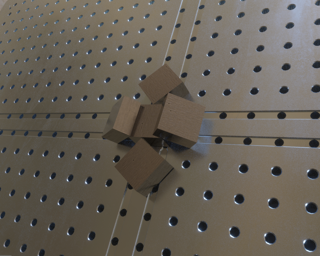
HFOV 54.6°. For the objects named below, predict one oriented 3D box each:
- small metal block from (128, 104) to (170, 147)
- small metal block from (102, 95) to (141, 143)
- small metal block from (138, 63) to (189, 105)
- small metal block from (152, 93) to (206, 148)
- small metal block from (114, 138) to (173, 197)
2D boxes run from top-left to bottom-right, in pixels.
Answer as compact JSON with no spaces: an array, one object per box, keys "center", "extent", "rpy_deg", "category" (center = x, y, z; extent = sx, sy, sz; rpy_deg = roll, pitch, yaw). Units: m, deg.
[{"center":[-0.009,-0.004,0.415],"extent":[0.050,0.025,0.050],"rpy_deg":[2,62,29],"category":"small metal block"},{"center":[-0.054,-0.011,0.428],"extent":[0.050,0.025,0.050],"rpy_deg":[-29,41,59],"category":"small metal block"},{"center":[0.005,-0.057,0.441],"extent":[0.050,0.025,0.050],"rpy_deg":[-37,50,2],"category":"small metal block"},{"center":[0.024,-0.009,0.384],"extent":[0.050,0.025,0.050],"rpy_deg":[20,66,-8],"category":"small metal block"},{"center":[-0.021,0.049,0.389],"extent":[0.050,0.025,0.050],"rpy_deg":[-47,50,-4],"category":"small metal block"}]
